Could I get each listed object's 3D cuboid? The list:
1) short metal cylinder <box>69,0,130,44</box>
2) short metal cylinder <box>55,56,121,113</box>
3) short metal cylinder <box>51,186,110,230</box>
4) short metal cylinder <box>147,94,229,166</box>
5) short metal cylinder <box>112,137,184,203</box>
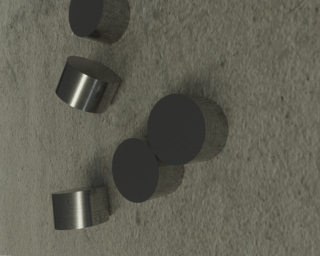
[{"bbox_3d":[-0.091,-0.170,0.461,0.080,0.050,0.079,0,90,39],"label":"short metal cylinder"},{"bbox_3d":[-0.105,-0.064,0.453,0.080,0.081,0.050,42,115,31],"label":"short metal cylinder"},{"bbox_3d":[-0.118,0.117,0.464,0.080,0.081,0.050,-11,83,39],"label":"short metal cylinder"},{"bbox_3d":[0.032,0.002,0.361,0.080,0.050,0.079,0,90,39],"label":"short metal cylinder"},{"bbox_3d":[-0.016,0.052,0.400,0.080,0.050,0.079,0,90,40],"label":"short metal cylinder"}]
